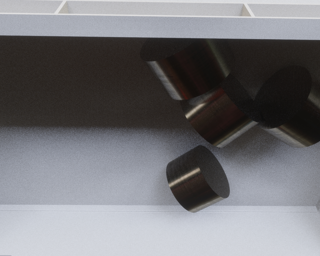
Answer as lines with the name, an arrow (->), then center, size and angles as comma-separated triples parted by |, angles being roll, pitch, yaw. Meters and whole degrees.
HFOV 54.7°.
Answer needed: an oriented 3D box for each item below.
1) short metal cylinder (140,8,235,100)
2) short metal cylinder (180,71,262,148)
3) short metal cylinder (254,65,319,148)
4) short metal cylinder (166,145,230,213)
short metal cylinder -> 0.028, -0.074, 0.310 | 0.080, 0.080, 0.050 | -24, 126, 19
short metal cylinder -> 0.069, -0.025, 0.352 | 0.080, 0.080, 0.050 | 35, 122, -26
short metal cylinder -> 0.153, -0.024, 0.354 | 0.050, 0.080, 0.080 | 28, 125, -22
short metal cylinder -> 0.054, 0.071, 0.434 | 0.050, 0.080, 0.080 | -33, 123, 25
